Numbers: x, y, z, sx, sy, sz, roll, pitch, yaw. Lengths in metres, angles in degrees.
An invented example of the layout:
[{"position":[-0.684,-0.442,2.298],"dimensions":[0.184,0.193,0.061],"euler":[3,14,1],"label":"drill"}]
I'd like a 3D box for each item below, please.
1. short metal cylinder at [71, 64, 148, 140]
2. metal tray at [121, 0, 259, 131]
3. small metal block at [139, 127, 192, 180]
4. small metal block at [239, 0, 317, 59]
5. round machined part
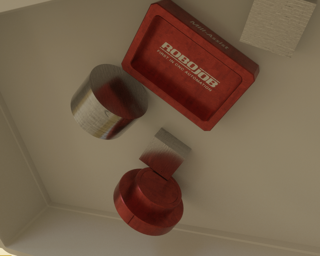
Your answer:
[{"position":[-0.062,-0.032,0.384],"dimensions":[0.080,0.080,0.050],"euler":[46,129,-4],"label":"short metal cylinder"},{"position":[0.030,-0.068,0.346],"dimensions":[0.130,0.030,0.089],"euler":[37,129,2],"label":"metal tray"},{"position":[0.007,0.036,0.425],"dimensions":[0.050,0.025,0.050],"euler":[36,127,3],"label":"small metal block"},{"position":[0.109,-0.100,0.289],"dimensions":[0.050,0.025,0.050],"euler":[24,127,13],"label":"small metal block"},{"position":[-0.010,0.092,0.423],"dimensions":[0.098,0.098,0.042],"euler":[35,121,4],"label":"round machined part"}]
